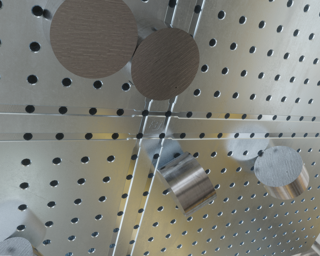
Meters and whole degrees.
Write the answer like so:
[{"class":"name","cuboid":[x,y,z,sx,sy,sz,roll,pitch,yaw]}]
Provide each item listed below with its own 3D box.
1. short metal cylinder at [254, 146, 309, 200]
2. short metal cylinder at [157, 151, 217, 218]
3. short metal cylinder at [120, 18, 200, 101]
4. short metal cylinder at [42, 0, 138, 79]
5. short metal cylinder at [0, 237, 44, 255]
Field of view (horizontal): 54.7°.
[{"class":"short metal cylinder","cuboid":[0.213,0.078,0.544,0.080,0.080,0.050,-42,130,0]},{"class":"short metal cylinder","cuboid":[0.038,0.081,0.448,0.050,0.080,0.080,-31,129,-9]},{"class":"short metal cylinder","cuboid":[-0.003,-0.077,0.347,0.081,0.050,0.079,-14,124,-21]},{"class":"short metal cylinder","cuboid":[-0.068,-0.094,0.300,0.081,0.050,0.079,-14,124,-21]},{"class":"short metal cylinder","cuboid":[-0.186,0.188,0.391,0.080,0.080,0.050,-28,128,-11]}]
